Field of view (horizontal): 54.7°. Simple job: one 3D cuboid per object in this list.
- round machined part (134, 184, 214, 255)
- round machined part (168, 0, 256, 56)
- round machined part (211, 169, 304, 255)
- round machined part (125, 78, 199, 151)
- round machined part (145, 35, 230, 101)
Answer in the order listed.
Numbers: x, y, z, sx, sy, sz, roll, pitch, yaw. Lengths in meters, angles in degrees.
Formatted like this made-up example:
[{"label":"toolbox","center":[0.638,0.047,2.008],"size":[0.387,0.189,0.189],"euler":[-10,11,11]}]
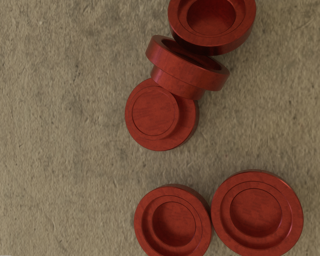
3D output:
[{"label":"round machined part","center":[0.020,0.119,0.392],"size":[0.098,0.042,0.097],"euler":[0,90,19]},{"label":"round machined part","center":[0.060,-0.127,0.367],"size":[0.099,0.042,0.098],"euler":[-2,71,7]},{"label":"round machined part","center":[0.112,0.096,0.360],"size":[0.098,0.042,0.097],"euler":[0,90,19]},{"label":"round machined part","center":[-0.002,-0.019,0.400],"size":[0.098,0.042,0.097],"euler":[0,90,19]},{"label":"round machined part","center":[0.028,-0.067,0.362],"size":[0.098,0.099,0.042],"euler":[34,116,16]}]
